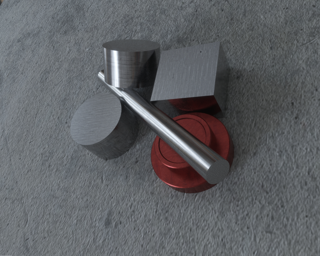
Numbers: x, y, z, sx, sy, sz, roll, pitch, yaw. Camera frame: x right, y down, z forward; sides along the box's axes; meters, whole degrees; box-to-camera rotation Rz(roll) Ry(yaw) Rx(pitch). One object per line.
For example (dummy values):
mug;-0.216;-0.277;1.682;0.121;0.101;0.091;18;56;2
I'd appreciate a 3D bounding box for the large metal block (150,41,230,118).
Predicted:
large metal block;0.042;-0.058;0.401;0.080;0.050;0.080;-3;60;26

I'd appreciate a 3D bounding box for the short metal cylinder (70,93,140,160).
short metal cylinder;-0.076;-0.002;0.431;0.080;0.050;0.080;-13;56;21

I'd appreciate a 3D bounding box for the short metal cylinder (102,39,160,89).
short metal cylinder;-0.040;-0.094;0.444;0.081;0.050;0.080;1;27;0

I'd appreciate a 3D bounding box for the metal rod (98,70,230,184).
metal rod;-0.019;-0.023;0.386;0.025;0.025;0.300;-45;38;-3

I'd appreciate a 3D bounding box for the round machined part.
round machined part;0.033;0.023;0.362;0.098;0.042;0.098;-13;56;21
